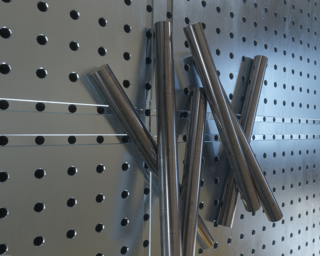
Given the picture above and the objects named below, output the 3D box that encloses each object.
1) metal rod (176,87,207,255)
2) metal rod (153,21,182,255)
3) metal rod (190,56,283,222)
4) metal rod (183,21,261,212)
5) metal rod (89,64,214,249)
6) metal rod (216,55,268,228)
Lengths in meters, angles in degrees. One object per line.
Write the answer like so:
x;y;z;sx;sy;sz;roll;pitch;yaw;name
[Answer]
0.040;0.085;0.408;0.025;0.025;0.299;24;65;-38;metal rod
0.009;0.011;0.386;0.025;0.025;0.299;6;77;-40;metal rod
0.123;0.019;0.485;0.025;0.025;0.299;-36;104;-34;metal rod
0.095;-0.004;0.453;0.025;0.025;0.299;-35;112;-34;metal rod
0.000;0.053;0.407;0.025;0.025;0.299;-45;117;-31;metal rod
0.142;0.015;0.526;0.025;0.025;0.299;26;74;-37;metal rod
